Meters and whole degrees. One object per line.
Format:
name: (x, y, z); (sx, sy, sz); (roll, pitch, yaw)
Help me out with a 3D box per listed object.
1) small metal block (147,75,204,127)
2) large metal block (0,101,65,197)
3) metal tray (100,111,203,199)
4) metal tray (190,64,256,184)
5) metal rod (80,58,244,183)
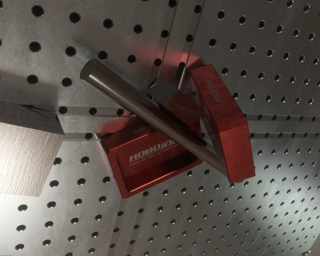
small metal block: (0.019, -0.034, 0.386); (0.025, 0.050, 0.050); (-50, 129, 6)
large metal block: (-0.157, 0.021, 0.323); (0.081, 0.050, 0.080); (15, 110, -35)
metal tray: (-0.006, 0.033, 0.426); (0.131, 0.030, 0.089); (-23, 127, -15)
metal tray: (0.073, -0.009, 0.377); (0.030, 0.130, 0.090); (-18, 128, 4)
metal rod: (0.028, 0.009, 0.393); (0.301, 0.025, 0.025); (34, 99, -39)
